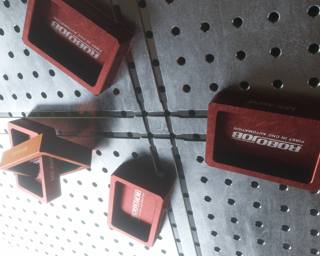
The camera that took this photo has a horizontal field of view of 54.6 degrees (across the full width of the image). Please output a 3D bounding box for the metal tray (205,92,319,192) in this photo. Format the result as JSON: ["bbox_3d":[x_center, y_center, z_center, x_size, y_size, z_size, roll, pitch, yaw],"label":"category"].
[{"bbox_3d":[0.120,0.014,0.353,0.130,0.030,0.089,12,124,21],"label":"metal tray"}]

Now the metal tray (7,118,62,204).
[{"bbox_3d":[-0.214,0.055,0.530,0.090,0.030,0.129,15,114,32],"label":"metal tray"}]

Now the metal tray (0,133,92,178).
[{"bbox_3d":[-0.186,0.051,0.506,0.130,0.030,0.090,-19,148,35],"label":"metal tray"}]

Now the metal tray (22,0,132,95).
[{"bbox_3d":[-0.109,-0.114,0.395,0.130,0.030,0.089,36,129,4],"label":"metal tray"}]

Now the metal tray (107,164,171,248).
[{"bbox_3d":[-0.038,0.129,0.508,0.090,0.030,0.129,22,127,15],"label":"metal tray"}]
